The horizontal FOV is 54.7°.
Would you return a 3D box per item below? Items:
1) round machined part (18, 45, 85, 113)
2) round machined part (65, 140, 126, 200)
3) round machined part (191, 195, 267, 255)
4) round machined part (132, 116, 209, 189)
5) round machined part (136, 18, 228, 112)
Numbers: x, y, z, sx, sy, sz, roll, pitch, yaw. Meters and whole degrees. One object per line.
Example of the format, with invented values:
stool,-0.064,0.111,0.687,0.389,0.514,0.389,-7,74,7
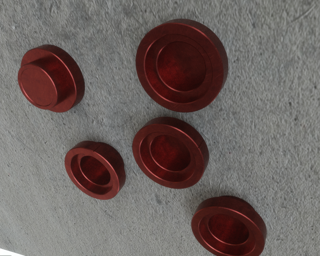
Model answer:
round machined part,-0.160,-0.065,0.440,0.098,0.042,0.097,13,124,21
round machined part,-0.096,0.061,0.484,0.098,0.042,0.097,13,124,21
round machined part,0.096,0.132,0.427,0.098,0.042,0.097,13,124,21
round machined part,0.017,0.028,0.404,0.098,0.042,0.097,13,124,21
round machined part,0.026,-0.070,0.339,0.098,0.042,0.097,13,124,21
